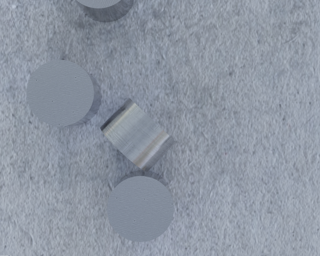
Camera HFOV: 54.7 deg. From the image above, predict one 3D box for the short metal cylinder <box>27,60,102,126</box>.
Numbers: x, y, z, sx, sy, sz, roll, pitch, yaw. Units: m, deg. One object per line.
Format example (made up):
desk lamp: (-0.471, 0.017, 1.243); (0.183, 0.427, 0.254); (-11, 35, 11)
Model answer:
short metal cylinder: (-0.120, -0.042, 0.396); (0.081, 0.050, 0.079); (0, 90, -1)

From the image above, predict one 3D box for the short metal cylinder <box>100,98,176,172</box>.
short metal cylinder: (-0.026, 0.008, 0.382); (0.080, 0.080, 0.050); (44, 90, -1)

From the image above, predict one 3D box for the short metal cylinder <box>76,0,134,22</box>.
short metal cylinder: (-0.074, -0.184, 0.396); (0.081, 0.050, 0.079); (0, 90, -1)

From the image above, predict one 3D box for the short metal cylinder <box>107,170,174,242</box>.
short metal cylinder: (-0.023, 0.097, 0.397); (0.081, 0.050, 0.079); (0, 90, -1)
